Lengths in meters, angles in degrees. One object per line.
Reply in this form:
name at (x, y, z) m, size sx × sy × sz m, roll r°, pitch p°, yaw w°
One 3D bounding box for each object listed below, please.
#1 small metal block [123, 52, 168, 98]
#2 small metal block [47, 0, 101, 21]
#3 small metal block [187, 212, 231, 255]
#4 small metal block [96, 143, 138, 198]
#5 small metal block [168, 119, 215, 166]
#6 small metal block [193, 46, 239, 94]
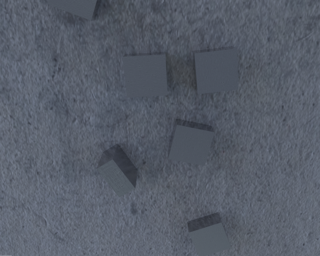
small metal block at (-0.017, -0.066, 0.385) m, size 0.050 × 0.025 × 0.050 m, roll -3°, pitch 110°, yaw 1°
small metal block at (-0.093, -0.156, 0.351) m, size 0.050 × 0.025 × 0.050 m, roll 19°, pitch 109°, yaw -8°
small metal block at (0.075, 0.163, 0.471) m, size 0.050 × 0.025 × 0.050 m, roll -20°, pitch 109°, yaw 6°
small metal block at (-0.056, 0.056, 0.416) m, size 0.025 × 0.050 × 0.050 m, roll -31°, pitch 108°, yaw 10°
small metal block at (0.041, 0.019, 0.418) m, size 0.050 × 0.025 × 0.050 m, roll 11°, pitch 110°, yaw -5°
small metal block at (0.068, -0.072, 0.384) m, size 0.050 × 0.025 × 0.050 m, roll -7°, pitch 110°, yaw 2°
